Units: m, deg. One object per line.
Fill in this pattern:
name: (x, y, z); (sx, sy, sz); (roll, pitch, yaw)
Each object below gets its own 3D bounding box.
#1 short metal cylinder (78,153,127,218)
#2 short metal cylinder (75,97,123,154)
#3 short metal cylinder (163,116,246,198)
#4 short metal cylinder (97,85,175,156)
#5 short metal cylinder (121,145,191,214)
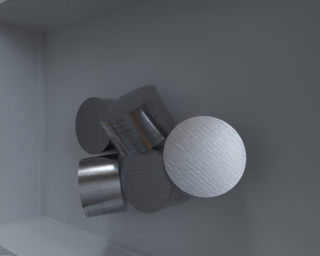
short metal cylinder: (-0.076, 0.077, 0.420); (0.050, 0.080, 0.080); (-8, 83, -3)
short metal cylinder: (-0.077, -0.003, 0.448); (0.080, 0.050, 0.079); (0, 90, 39)
short metal cylinder: (0.043, 0.032, 0.325); (0.081, 0.050, 0.080); (0, 76, -1)
short metal cylinder: (-0.029, -0.010, 0.381); (0.080, 0.080, 0.050); (-10, 119, 39)
short metal cylinder: (-0.003, 0.062, 0.389); (0.080, 0.050, 0.079); (0, 90, 39)
